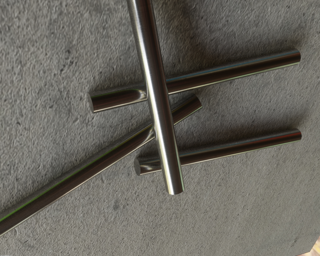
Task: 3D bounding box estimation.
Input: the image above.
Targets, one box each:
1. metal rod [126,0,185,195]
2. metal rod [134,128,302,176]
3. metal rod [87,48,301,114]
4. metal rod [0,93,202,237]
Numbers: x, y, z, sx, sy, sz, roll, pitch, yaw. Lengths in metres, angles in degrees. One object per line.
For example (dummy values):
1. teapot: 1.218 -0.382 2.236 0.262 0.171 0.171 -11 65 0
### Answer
1. metal rod: -0.006 -0.052 0.342 0.025 0.025 0.298 -20 117 -17
2. metal rod: 0.105 0.033 0.486 0.303 0.025 0.025 -9 122 -24
3. metal rod: 0.059 -0.066 0.399 0.302 0.025 0.025 -16 125 -20
4. metal rod: -0.077 0.044 0.392 0.301 0.025 0.025 -33 129 -8
